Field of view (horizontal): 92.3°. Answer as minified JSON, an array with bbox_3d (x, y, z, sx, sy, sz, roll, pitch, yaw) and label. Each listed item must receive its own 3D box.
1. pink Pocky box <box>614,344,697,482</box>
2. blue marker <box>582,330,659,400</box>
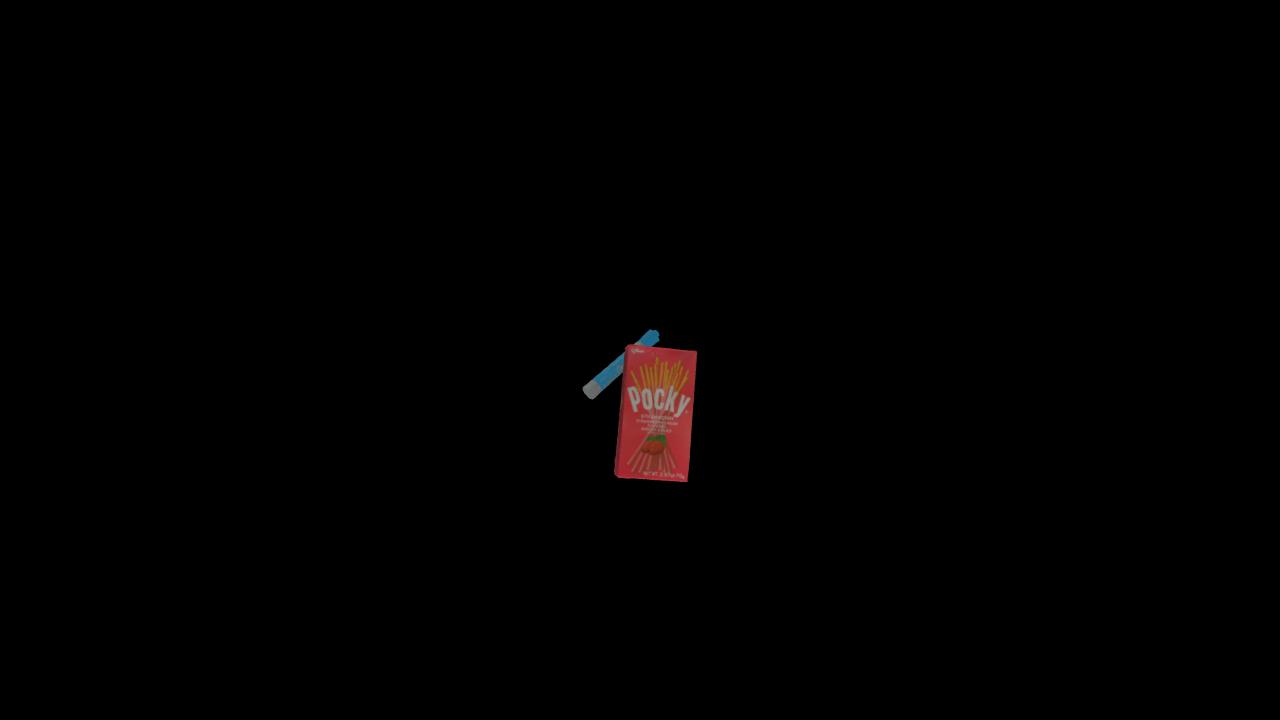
[{"bbox_3d":[0.019,0.062,0.717,0.084,0.155,0.029,6,-5,-8],"label":"pink Pocky box"},{"bbox_3d":[-0.020,0.003,0.744,0.121,0.020,0.020,-42,20,-24],"label":"blue marker"}]
